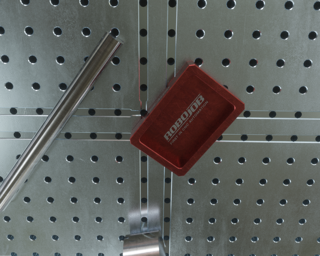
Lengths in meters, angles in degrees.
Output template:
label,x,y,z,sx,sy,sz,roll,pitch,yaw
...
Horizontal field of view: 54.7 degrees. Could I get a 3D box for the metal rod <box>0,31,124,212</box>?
label,x,y,z,sx,sy,sz,roll,pitch,yaw
metal rod,-0.146,0.002,0.412,0.025,0.025,0.299,36,106,-12

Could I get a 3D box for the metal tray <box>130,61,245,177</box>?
label,x,y,z,sx,sy,sz,roll,pitch,yaw
metal tray,0.034,-0.010,0.407,0.090,0.030,0.130,36,106,-13

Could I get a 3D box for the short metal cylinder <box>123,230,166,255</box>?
label,x,y,z,sx,sy,sz,roll,pitch,yaw
short metal cylinder,-0.020,0.195,0.456,0.050,0.080,0.079,-10,110,4
